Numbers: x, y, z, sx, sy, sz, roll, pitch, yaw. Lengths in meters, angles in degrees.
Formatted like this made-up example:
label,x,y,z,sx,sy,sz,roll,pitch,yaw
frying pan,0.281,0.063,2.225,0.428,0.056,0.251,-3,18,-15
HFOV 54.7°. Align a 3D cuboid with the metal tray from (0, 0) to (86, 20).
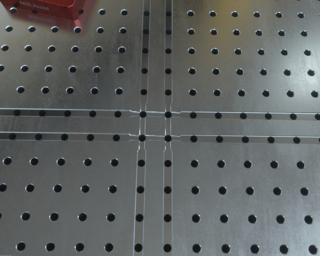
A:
label,x,y,z,sx,sy,sz,roll,pitch,yaw
metal tray,-0.182,-0.228,0.490,0.131,0.030,0.090,14,70,4
